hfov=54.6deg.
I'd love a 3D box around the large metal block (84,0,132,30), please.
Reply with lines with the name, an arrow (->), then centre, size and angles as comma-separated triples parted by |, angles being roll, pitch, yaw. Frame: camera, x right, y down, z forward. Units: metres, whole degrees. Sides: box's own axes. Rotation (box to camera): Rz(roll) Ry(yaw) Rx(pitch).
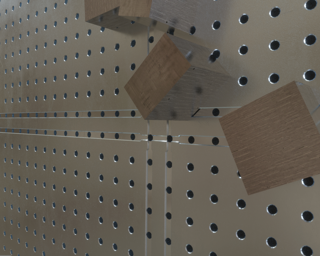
large metal block -> -0.064, -0.198, 0.447 | 0.080, 0.050, 0.080 | -5, 87, 40

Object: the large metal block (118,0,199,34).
large metal block -> 0.004, -0.164, 0.371 | 0.050, 0.081, 0.080 | 20, 103, 38

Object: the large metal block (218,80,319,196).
large metal block -> 0.115, 0.011, 0.298 | 0.080, 0.050, 0.080 | -29, 72, 36

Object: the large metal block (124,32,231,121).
large metal block -> 0.020, -0.054, 0.358 | 0.080, 0.081, 0.050 | -48, 62, 29
